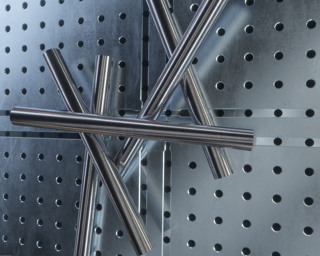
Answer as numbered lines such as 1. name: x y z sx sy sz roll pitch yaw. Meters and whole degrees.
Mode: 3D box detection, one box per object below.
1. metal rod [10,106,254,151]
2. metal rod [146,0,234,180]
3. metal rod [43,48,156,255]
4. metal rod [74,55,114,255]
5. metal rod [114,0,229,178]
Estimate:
1. metal rod: -0.042 -0.001 0.382 0.301 0.025 0.025 6 92 10
2. metal rod: 0.028 -0.080 0.401 0.025 0.025 0.299 -23 83 18
3. metal rod: -0.086 0.023 0.412 0.025 0.025 0.299 -32 78 17
4. metal rod: -0.096 0.047 0.444 0.025 0.025 0.298 8 93 19
5. metal rod: 0.004 -0.047 0.387 0.025 0.025 0.298 37 110 16
